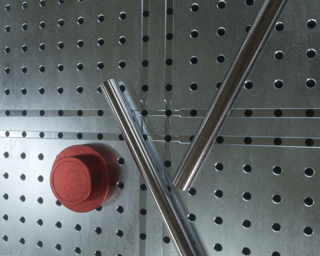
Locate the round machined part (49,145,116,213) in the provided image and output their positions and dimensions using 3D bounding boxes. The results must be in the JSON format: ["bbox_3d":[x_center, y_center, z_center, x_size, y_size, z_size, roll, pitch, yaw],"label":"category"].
[{"bbox_3d":[-0.117,0.073,0.443,0.098,0.042,0.097,0,90,19],"label":"round machined part"}]

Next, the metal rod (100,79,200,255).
[{"bbox_3d":[-0.008,0.070,0.414,0.025,0.025,0.299,-29,81,17],"label":"metal rod"}]

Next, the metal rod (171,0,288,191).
[{"bbox_3d":[0.091,-0.057,0.380,0.025,0.025,0.298,29,99,17],"label":"metal rod"}]
